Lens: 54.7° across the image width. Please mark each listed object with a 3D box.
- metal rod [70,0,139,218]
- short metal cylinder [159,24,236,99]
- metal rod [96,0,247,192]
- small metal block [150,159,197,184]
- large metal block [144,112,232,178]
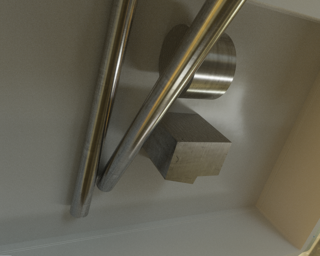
[{"bbox_3d":[-0.069,-0.017,0.361,0.025,0.025,0.298,3,117,-30],"label":"metal rod"},{"bbox_3d":[0.040,-0.073,0.351,0.050,0.080,0.079,0,119,-29],"label":"short metal cylinder"},{"bbox_3d":[-0.010,-0.013,0.318,0.025,0.025,0.298,3,142,-30],"label":"metal rod"},{"bbox_3d":[0.021,0.051,0.438,0.050,0.050,0.025,16,110,-35],"label":"small metal block"},{"bbox_3d":[0.031,0.019,0.404,0.081,0.080,0.050,2,117,-30],"label":"large metal block"}]
